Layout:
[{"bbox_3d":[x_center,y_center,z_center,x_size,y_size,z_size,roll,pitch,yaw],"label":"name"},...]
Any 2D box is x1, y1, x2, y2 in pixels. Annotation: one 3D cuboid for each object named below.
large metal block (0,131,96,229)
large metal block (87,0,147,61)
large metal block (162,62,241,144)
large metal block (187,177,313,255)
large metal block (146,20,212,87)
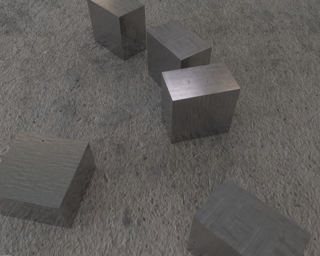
[{"bbox_3d":[-0.126,0.055,0.339,0.080,0.050,0.080,9,51,7],"label":"large metal block"},{"bbox_3d":[-0.069,-0.171,0.511,0.050,0.080,0.080,-37,59,-27],"label":"large metal block"},{"bbox_3d":[0.047,-0.031,0.393,0.081,0.080,0.050,-11,51,-9],"label":"large metal block"},{"bbox_3d":[0.074,0.104,0.280,0.080,0.080,0.050,34,58,25],"label":"large metal block"},{"bbox_3d":[0.025,-0.095,0.448,0.050,0.080,0.080,-28,56,-21],"label":"large metal block"}]
